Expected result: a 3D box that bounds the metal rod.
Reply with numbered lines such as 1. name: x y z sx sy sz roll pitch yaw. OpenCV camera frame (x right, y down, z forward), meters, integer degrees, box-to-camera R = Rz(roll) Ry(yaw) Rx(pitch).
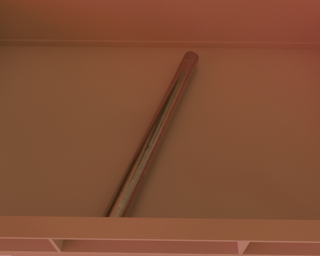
1. metal rod: -0.001 -0.004 0.406 0.025 0.025 0.301 16 52 13
